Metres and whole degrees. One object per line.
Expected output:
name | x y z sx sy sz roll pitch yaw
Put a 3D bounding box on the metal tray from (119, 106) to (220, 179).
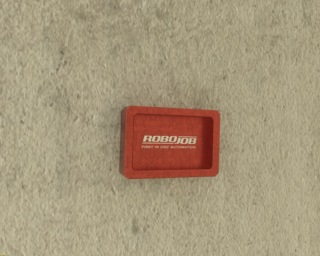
metal tray | 0.015 0.019 0.411 0.131 0.030 0.090 2 90 -20
